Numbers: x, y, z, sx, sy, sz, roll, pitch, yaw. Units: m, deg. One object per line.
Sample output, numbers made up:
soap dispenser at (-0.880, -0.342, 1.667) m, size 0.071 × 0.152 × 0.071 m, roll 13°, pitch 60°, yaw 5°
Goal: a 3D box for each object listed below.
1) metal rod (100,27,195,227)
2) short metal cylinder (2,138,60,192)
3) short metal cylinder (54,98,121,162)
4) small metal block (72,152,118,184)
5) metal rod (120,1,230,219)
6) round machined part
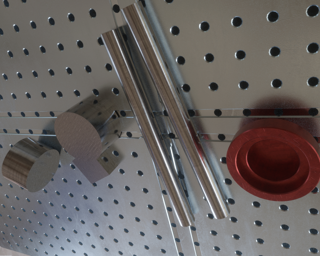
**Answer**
metal rod at (-0.009, 0.014, 0.424) m, size 0.025 × 0.025 × 0.299 m, roll -8°, pitch 115°, yaw 32°
short metal cylinder at (-0.219, 0.063, 0.530) m, size 0.050 × 0.080 × 0.079 m, roll 24°, pitch 127°, yaw 14°
short metal cylinder at (-0.104, 0.002, 0.451) m, size 0.080 × 0.050 × 0.079 m, roll 13°, pitch 124°, yaw 21°
small metal block at (-0.106, 0.058, 0.503) m, size 0.050 × 0.025 × 0.050 m, roll -30°, pitch 102°, yaw 38°
metal rod at (0.028, -0.008, 0.391) m, size 0.025 × 0.025 × 0.299 m, roll -12°, pitch 112°, yaw 33°
round machined part at (0.129, 0.032, 0.352) m, size 0.098 × 0.042 × 0.097 m, roll 13°, pitch 124°, yaw 21°
